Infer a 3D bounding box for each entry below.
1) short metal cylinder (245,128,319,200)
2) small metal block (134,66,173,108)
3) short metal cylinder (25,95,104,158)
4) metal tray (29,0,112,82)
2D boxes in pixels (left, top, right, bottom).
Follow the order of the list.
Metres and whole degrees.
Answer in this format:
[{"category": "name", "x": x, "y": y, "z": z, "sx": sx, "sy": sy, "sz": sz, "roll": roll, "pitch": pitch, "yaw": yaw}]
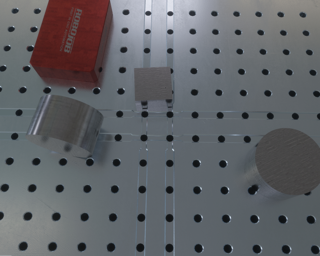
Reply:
[{"category": "short metal cylinder", "x": 0.151, "y": 0.046, "z": 0.383, "sx": 0.081, "sy": 0.050, "sz": 0.080, "roll": 0, "pitch": 70, "yaw": 0}, {"category": "small metal block", "x": -0.009, "y": -0.057, "z": 0.432, "sx": 0.050, "sy": 0.025, "sz": 0.050, "roll": -3, "pitch": 70, "yaw": -1}, {"category": "short metal cylinder", "x": -0.116, "y": 0.000, "z": 0.382, "sx": 0.080, "sy": 0.080, "sz": 0.050, "roll": 12, "pitch": 71, "yaw": 4}, {"category": "metal tray", "x": -0.127, "y": -0.136, "z": 0.458, "sx": 0.091, "sy": 0.030, "sz": 0.130, "roll": 7, "pitch": 70, "yaw": 2}]
